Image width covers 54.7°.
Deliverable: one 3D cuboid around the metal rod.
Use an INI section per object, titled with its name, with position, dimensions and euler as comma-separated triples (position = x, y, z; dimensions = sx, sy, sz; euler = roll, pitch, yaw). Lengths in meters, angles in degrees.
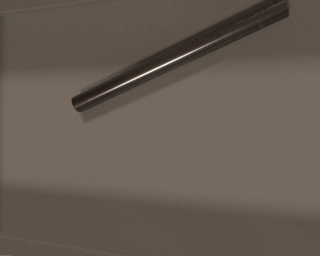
[metal rod]
position = 0.012, -0.087, 0.405
dimensions = 0.300, 0.025, 0.025
euler = -22, 83, 18
